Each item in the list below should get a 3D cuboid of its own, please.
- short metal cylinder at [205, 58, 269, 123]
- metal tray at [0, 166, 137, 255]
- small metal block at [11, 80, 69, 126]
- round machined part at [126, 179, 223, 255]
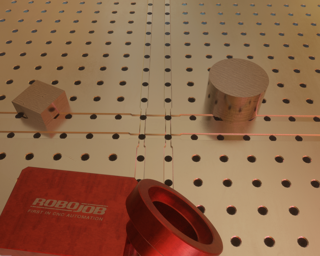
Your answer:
[{"bbox_3d":[0.107,-0.054,0.438,0.081,0.050,0.080,0,50,0],"label":"short metal cylinder"},{"bbox_3d":[-0.094,0.092,0.326,0.131,0.030,0.090,5,50,4],"label":"metal tray"},{"bbox_3d":[-0.167,-0.036,0.436,0.050,0.025,0.050,22,53,17],"label":"small metal block"},{"bbox_3d":[0.007,0.096,0.293,0.098,0.098,0.042,42,100,29],"label":"round machined part"}]
